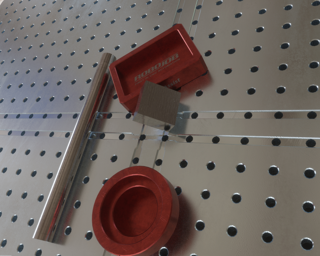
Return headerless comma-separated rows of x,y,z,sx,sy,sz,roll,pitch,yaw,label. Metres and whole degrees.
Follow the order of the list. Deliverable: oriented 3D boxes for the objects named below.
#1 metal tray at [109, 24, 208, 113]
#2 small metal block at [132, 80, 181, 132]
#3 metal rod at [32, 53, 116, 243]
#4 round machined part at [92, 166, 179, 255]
-0.006,-0.090,0.461,0.130,0.030,0.090,-29,52,9,metal tray
-0.004,-0.028,0.408,0.050,0.025,0.050,18,64,-13,small metal block
-0.118,0.012,0.460,0.025,0.025,0.300,0,61,28,metal rod
-0.024,0.096,0.350,0.098,0.042,0.098,-13,56,20,round machined part
